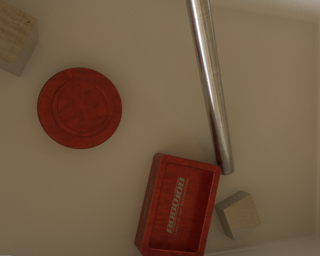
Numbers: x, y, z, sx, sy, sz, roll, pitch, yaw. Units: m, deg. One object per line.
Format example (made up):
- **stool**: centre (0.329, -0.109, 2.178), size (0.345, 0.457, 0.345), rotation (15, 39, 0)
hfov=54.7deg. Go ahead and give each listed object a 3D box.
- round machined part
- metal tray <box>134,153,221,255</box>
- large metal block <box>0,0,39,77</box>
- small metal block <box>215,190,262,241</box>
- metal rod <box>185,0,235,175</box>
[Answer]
- **round machined part**: centre (-0.093, -0.024, 0.368), size (0.099, 0.042, 0.097), rotation (0, 90, -21)
- **metal tray**: centre (0.025, 0.106, 0.418), size (0.091, 0.030, 0.129), rotation (14, 85, -20)
- **large metal block**: centre (-0.175, -0.098, 0.317), size (0.080, 0.080, 0.050), rotation (26, 82, -19)
- **small metal block**: centre (0.115, 0.127, 0.455), size (0.050, 0.025, 0.050), rotation (-24, 98, -19)
- **metal rod**: centre (0.061, -0.061, 0.371), size (0.025, 0.025, 0.298), rotation (-28, 124, -18)
